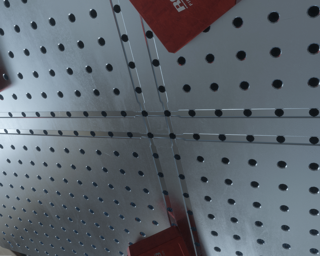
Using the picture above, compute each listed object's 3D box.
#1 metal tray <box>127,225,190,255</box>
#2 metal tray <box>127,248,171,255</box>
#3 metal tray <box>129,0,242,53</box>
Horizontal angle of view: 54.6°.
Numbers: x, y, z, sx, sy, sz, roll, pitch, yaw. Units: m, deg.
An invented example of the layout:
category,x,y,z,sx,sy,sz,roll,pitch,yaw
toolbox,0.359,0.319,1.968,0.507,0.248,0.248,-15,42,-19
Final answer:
category,x,y,z,sx,sy,sz,roll,pitch,yaw
metal tray,0.011,0.236,0.515,0.090,0.030,0.129,-23,111,-6
metal tray,-0.008,0.294,0.593,0.090,0.030,0.129,-2,118,29
metal tray,0.008,-0.153,0.309,0.090,0.030,0.130,-32,101,38
